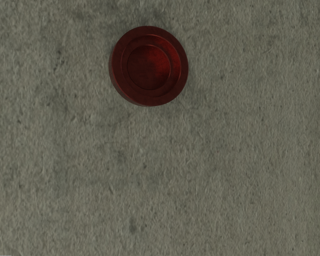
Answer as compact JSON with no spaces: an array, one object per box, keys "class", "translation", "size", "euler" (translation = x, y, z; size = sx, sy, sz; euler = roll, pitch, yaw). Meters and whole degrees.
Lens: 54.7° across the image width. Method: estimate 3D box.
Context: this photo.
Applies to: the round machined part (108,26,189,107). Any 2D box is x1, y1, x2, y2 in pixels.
[{"class":"round machined part","translation":[-0.017,-0.075,0.395],"size":[0.099,0.042,0.097],"euler":[0,90,-21]}]
